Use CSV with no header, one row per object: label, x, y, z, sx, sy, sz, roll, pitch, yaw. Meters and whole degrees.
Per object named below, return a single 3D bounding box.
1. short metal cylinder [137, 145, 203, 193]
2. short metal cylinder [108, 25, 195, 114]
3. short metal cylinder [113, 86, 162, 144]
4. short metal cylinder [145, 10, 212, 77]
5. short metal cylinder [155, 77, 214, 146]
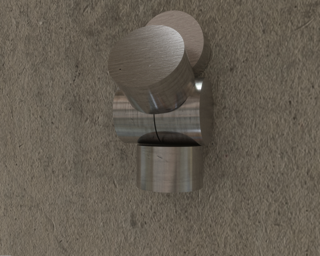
short metal cylinder,0.012,0.045,0.376,0.080,0.080,0.050,0,90,19
short metal cylinder,-0.008,-0.061,0.329,0.080,0.050,0.080,-8,59,14
short metal cylinder,-0.017,-0.020,0.387,0.050,0.080,0.079,1,90,19
short metal cylinder,0.020,-0.099,0.390,0.080,0.050,0.079,0,90,19
short metal cylinder,0.032,-0.019,0.369,0.050,0.080,0.079,0,90,20
